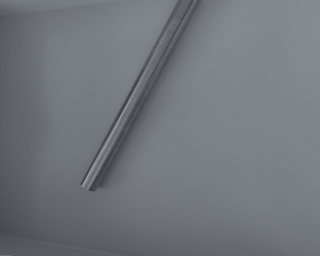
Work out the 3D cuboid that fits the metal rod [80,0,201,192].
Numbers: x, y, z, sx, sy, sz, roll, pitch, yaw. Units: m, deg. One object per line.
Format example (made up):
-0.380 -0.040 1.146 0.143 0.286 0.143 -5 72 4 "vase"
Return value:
-0.030 -0.044 0.420 0.025 0.025 0.299 32 100 17 "metal rod"
